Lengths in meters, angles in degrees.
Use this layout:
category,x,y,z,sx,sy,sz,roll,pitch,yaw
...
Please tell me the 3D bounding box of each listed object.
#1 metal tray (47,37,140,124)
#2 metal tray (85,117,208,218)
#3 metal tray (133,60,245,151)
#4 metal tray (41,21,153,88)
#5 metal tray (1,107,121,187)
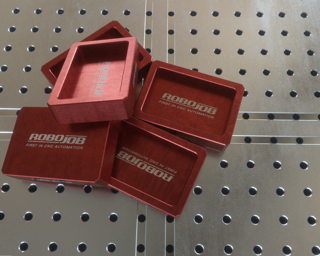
category,x,y,z,sx,sy,sz,roll,pitch,yaw
metal tray,-0.076,-0.063,0.386,0.090,0.030,0.130,-4,46,6
metal tray,-0.018,0.045,0.392,0.130,0.030,0.090,24,72,8
metal tray,0.039,-0.031,0.419,0.130,0.030,0.090,17,71,6
metal tray,-0.086,-0.084,0.438,0.130,0.030,0.090,-38,74,-13
metal tray,-0.121,0.021,0.383,0.130,0.030,0.090,2,70,15
